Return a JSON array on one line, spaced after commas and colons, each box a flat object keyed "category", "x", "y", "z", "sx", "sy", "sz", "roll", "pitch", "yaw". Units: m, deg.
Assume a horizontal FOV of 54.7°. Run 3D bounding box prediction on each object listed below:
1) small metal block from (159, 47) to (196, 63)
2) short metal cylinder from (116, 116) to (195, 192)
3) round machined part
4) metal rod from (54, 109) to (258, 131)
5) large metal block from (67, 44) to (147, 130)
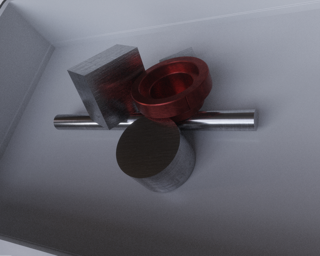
[{"category": "small metal block", "x": 0.029, "y": -0.080, "z": 0.437, "sx": 0.050, "sy": 0.025, "sz": 0.050, "roll": -19, "pitch": 54, "yaw": 16}, {"category": "short metal cylinder", "x": -0.004, "y": 0.030, "z": 0.369, "sx": 0.080, "sy": 0.050, "sz": 0.080, "roll": -13, "pitch": 56, "yaw": 20}, {"category": "round machined part", "x": 0.017, "y": -0.044, "z": 0.385, "sx": 0.098, "sy": 0.042, "sz": 0.098, "roll": -15, "pitch": 39, "yaw": 12}, {"category": "metal rod", "x": -0.025, "y": -0.009, "z": 0.419, "sx": 0.300, "sy": 0.025, "sz": 0.025, "roll": 0, "pitch": 62, "yaw": 27}, {"category": "large metal block", "x": -0.063, "y": -0.057, "z": 0.416, "sx": 0.080, "sy": 0.080, "sz": 0.050, "roll": -36, "pitch": 36, "yaw": -25}]
